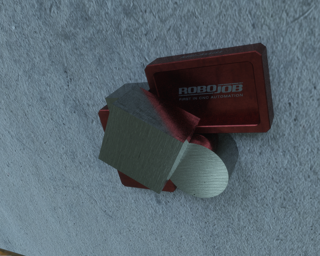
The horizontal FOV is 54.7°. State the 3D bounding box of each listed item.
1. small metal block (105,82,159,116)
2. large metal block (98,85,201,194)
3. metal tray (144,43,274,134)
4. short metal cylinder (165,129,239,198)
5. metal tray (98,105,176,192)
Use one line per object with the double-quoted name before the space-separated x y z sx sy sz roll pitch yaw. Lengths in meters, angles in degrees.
"small metal block" -0.031 -0.037 0.386 0.050 0.050 0.025 1 119 28
"large metal block" -0.014 0.013 0.341 0.080 0.050 0.079 29 128 10
"metal tray" 0.055 -0.040 0.351 0.130 0.030 0.089 -2 118 29
"short metal cylinder" 0.053 0.040 0.389 0.080 0.050 0.079 14 124 21
"metal tray" -0.025 0.026 0.436 0.090 0.030 0.129 1 119 28
